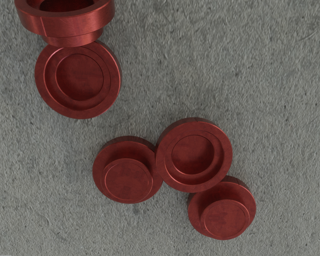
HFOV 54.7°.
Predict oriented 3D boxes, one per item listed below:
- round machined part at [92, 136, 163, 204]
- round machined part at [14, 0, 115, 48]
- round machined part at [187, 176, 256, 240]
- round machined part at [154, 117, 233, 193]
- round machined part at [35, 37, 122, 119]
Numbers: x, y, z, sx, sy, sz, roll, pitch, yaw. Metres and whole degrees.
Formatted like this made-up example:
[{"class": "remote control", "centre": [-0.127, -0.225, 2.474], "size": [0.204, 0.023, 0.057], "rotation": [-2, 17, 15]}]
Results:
[{"class": "round machined part", "centre": [-0.043, 0.063, 0.424], "size": [0.099, 0.042, 0.097], "rotation": [0, 110, 0]}, {"class": "round machined part", "centre": [-0.097, -0.122, 0.331], "size": [0.099, 0.098, 0.042], "rotation": [1, 137, -1]}, {"class": "round machined part", "centre": [0.090, 0.121, 0.446], "size": [0.099, 0.042, 0.097], "rotation": [0, 110, 0]}, {"class": "round machined part", "centre": [0.042, 0.032, 0.409], "size": [0.099, 0.042, 0.097], "rotation": [-2, 107, -6]}, {"class": "round machined part", "centre": [-0.095, -0.063, 0.376], "size": [0.099, 0.042, 0.097], "rotation": [0, 110, 0]}]
